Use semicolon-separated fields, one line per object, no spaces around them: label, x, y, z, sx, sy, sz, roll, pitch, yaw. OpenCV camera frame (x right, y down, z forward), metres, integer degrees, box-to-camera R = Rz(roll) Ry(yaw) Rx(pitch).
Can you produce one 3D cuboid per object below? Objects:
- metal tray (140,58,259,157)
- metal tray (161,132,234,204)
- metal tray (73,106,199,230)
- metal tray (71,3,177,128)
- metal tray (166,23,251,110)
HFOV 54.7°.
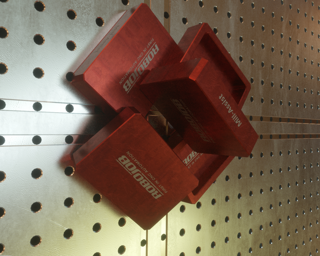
metal tray;0.047;-0.019;0.368;0.130;0.090;0.030;48;61;-30
metal tray;0.059;0.035;0.456;0.131;0.030;0.090;-41;115;-32
metal tray;-0.024;0.050;0.363;0.090;0.030;0.130;-42;119;-4
metal tray;-0.033;-0.075;0.379;0.090;0.030;0.130;47;62;-30
metal tray;0.069;-0.065;0.426;0.130;0.030;0.090;44;64;-32
